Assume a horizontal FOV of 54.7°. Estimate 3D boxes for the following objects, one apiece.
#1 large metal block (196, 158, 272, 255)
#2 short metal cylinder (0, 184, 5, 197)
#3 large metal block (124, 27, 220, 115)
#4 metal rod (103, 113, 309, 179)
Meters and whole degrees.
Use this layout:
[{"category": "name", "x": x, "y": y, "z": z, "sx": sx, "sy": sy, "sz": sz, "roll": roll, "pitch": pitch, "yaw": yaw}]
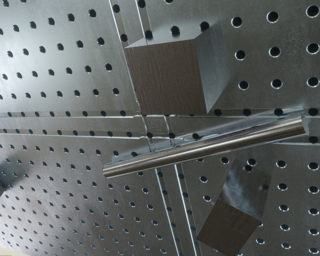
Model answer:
[{"category": "large metal block", "x": 0.093, "y": 0.099, "z": 0.388, "sx": 0.050, "sy": 0.080, "sz": 0.079, "roll": 26, "pitch": 128, "yaw": 12}, {"category": "short metal cylinder", "x": -0.387, "y": 0.144, "z": 0.669, "sx": 0.050, "sy": 0.080, "sz": 0.080, "roll": 40, "pitch": 129, "yaw": 1}, {"category": "large metal block", "x": 0.016, "y": -0.062, "z": 0.348, "sx": 0.080, "sy": 0.050, "sz": 0.080, "roll": 0, "pitch": 119, "yaw": 28}, {"category": "metal rod", "x": 0.035, "y": 0.032, "z": 0.412, "sx": 0.300, "sy": 0.025, "sz": 0.025, "roll": -17, "pitch": 109, "yaw": 35}]
